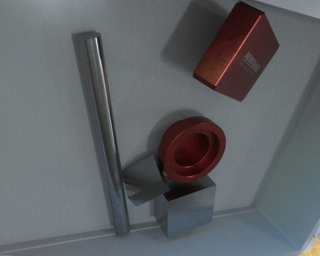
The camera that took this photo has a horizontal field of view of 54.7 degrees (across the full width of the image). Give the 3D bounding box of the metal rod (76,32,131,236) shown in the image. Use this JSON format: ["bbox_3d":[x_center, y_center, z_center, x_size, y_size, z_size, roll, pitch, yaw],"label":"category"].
[{"bbox_3d":[-0.065,0.031,0.393,0.025,0.025,0.298,-17,125,-19],"label":"metal rod"}]

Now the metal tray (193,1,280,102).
[{"bbox_3d":[0.097,-0.083,0.372,0.090,0.030,0.131,-58,156,14],"label":"metal tray"}]

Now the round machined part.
[{"bbox_3d":[0.041,0.026,0.438,0.099,0.042,0.097,-14,124,-21],"label":"round machined part"}]

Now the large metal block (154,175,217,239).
[{"bbox_3d":[0.037,0.115,0.486,0.081,0.050,0.079,-14,124,-21],"label":"large metal block"}]

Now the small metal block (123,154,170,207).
[{"bbox_3d":[-0.020,0.071,0.421,0.050,0.050,0.025,-28,130,5],"label":"small metal block"}]
